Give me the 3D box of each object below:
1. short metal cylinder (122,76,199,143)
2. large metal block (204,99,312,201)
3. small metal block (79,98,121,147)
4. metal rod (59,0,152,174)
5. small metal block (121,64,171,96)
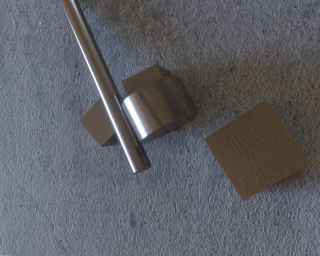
[{"bbox_3d":[0.000,-0.021,0.379,0.080,0.080,0.050,-30,81,17],"label":"short metal cylinder"},{"bbox_3d":[0.110,0.024,0.357,0.080,0.050,0.080,-34,79,16],"label":"large metal block"},{"bbox_3d":[-0.076,-0.009,0.434,0.050,0.025,0.050,-45,76,14],"label":"small metal block"},{"bbox_3d":[-0.083,-0.079,0.419,0.025,0.025,0.299,-30,74,17],"label":"metal rod"},{"bbox_3d":[-0.013,-0.056,0.400,0.050,0.050,0.025,-24,82,18],"label":"small metal block"}]
